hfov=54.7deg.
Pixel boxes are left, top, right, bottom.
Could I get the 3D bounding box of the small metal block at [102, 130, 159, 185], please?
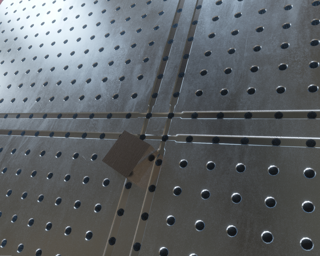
[{"bbox_3d":[-0.039,0.038,0.404,0.050,0.025,0.050,27,76,37],"label":"small metal block"}]
